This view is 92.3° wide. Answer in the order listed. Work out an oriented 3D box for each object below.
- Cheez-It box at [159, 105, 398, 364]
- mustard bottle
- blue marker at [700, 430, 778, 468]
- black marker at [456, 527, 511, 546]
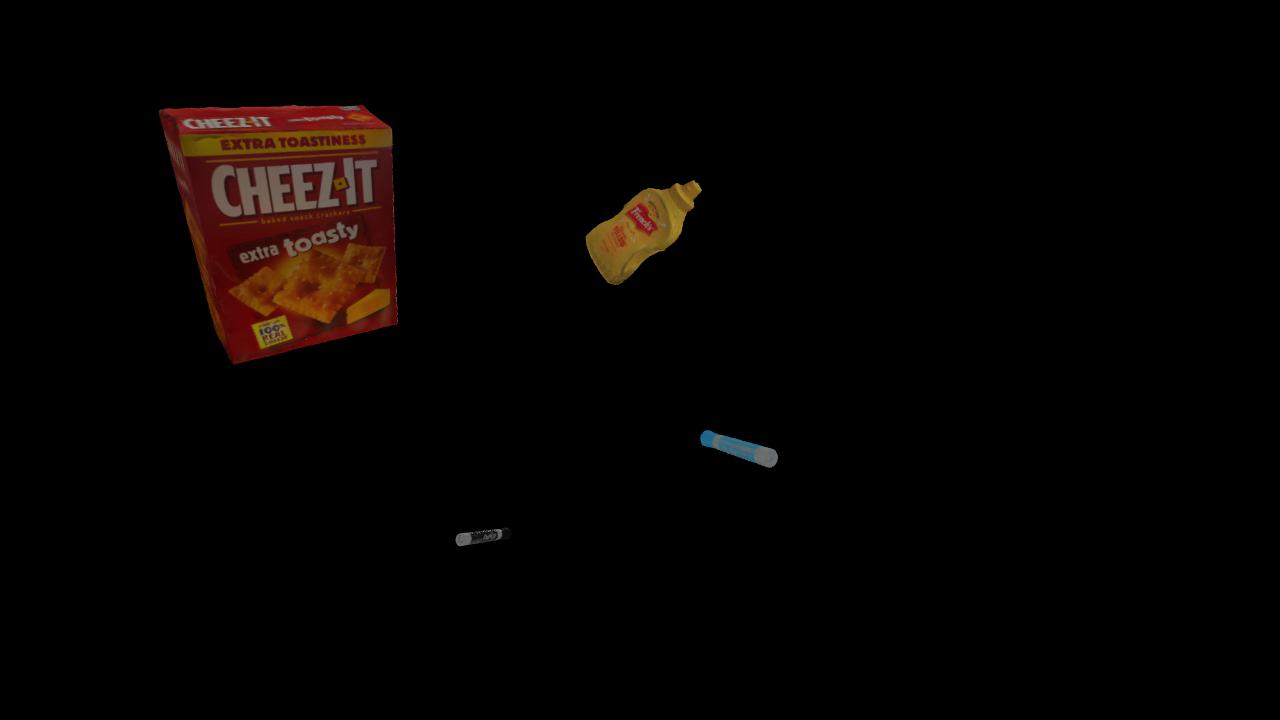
[{"bbox_3d":[-0.324,-0.120,0.586,0.166,0.223,0.071,-21,47,-39],"label":"Cheez-It box"},{"bbox_3d":[0.011,-0.193,0.875,0.184,0.092,0.054,-33,-24,25],"label":"mustard bottle"},{"bbox_3d":[0.101,0.093,0.653,0.020,0.020,0.121,0,3,-27],"label":"blue marker"},{"bbox_3d":[-0.240,0.275,0.960,0.020,0.020,0.121,0,-10,24],"label":"black marker"}]
